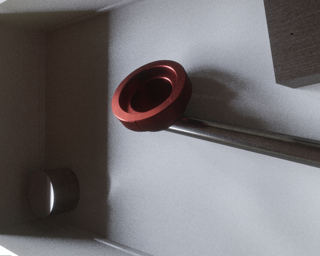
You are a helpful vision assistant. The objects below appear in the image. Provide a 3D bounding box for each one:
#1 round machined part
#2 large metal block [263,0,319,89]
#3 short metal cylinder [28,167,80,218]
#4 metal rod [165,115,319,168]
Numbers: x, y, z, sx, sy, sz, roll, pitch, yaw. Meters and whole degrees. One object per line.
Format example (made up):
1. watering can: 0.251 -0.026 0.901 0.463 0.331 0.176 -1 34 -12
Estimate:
1. round machined part: -0.006 -0.034 0.379 0.098 0.042 0.098 -17 46 19
2. large metal block: 0.144 -0.084 0.271 0.080 0.050 0.080 -11 83 39
3. short metal cylinder: -0.185 0.111 0.540 0.080 0.050 0.079 0 90 39
4. metal rod: 0.072 0.006 0.346 0.300 0.025 0.025 13 99 38
